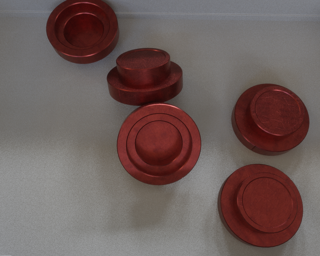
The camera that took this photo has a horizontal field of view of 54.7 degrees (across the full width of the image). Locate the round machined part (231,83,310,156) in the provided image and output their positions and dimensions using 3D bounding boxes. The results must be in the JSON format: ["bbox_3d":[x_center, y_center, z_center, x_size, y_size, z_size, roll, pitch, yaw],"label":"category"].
[{"bbox_3d":[0.147,-0.016,0.407,0.099,0.042,0.098,0,70,0],"label":"round machined part"}]

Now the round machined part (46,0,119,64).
[{"bbox_3d":[-0.108,-0.136,0.447,0.099,0.042,0.098,0,73,-1],"label":"round machined part"}]

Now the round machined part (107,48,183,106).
[{"bbox_3d":[-0.020,-0.072,0.402,0.099,0.042,0.098,-3,36,2],"label":"round machined part"}]

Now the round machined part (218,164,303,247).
[{"bbox_3d":[0.121,0.090,0.368,0.099,0.042,0.098,0,70,0],"label":"round machined part"}]

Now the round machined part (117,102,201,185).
[{"bbox_3d":[-0.002,0.017,0.380,0.099,0.042,0.097,-1,100,-4],"label":"round machined part"}]
